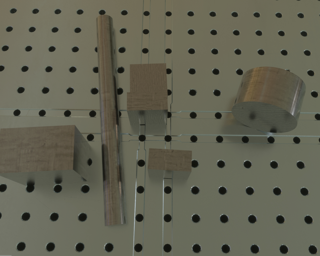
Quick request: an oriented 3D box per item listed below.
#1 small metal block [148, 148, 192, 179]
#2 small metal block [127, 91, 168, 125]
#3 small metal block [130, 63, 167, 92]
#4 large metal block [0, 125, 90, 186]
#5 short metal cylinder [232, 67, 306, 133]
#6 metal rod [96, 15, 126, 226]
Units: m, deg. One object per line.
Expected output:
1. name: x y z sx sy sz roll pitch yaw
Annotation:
1. small metal block: 0.012 0.045 0.382 0.050 0.050 0.025 3 70 1
2. small metal block: -0.016 -0.025 0.408 0.050 0.050 0.025 -2 70 -1
3. small metal block: -0.016 -0.062 0.434 0.050 0.025 0.050 -2 70 -1
4. large metal block: -0.133 0.035 0.368 0.081 0.080 0.050 -3 70 -2
5. short metal cylinder: 0.139 -0.034 0.397 0.080 0.080 0.050 20 71 7
6. metal rod: -0.069 -0.024 0.419 0.025 0.025 0.299 -5 70 -2
